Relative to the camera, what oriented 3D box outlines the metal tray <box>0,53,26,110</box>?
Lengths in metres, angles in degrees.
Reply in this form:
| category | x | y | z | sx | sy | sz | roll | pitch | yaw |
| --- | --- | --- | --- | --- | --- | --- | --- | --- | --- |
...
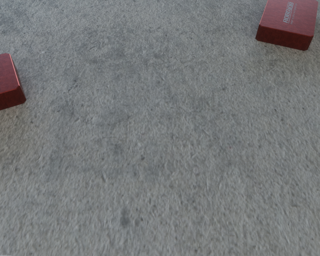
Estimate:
| category | x | y | z | sx | sy | sz | roll | pitch | yaw |
| --- | --- | --- | --- | --- | --- | --- | --- | --- | --- |
| metal tray | -0.271 | -0.055 | 0.443 | 0.131 | 0.030 | 0.090 | -20 | 53 | -17 |

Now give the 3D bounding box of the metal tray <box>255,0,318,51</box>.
| category | x | y | z | sx | sy | sz | roll | pitch | yaw |
| --- | --- | --- | --- | --- | --- | --- | --- | --- | --- |
| metal tray | 0.236 | -0.199 | 0.571 | 0.090 | 0.030 | 0.130 | 17 | 52 | 13 |
